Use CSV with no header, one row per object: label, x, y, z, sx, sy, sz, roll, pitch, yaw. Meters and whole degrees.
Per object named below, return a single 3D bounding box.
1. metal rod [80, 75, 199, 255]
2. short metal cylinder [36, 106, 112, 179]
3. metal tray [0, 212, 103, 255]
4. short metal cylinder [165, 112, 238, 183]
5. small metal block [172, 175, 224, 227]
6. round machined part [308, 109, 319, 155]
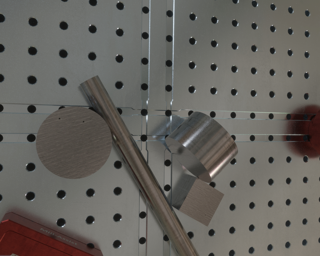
metal rod,-0.017,0.070,0.406,0.025,0.025,0.299,-32,101,-17
short metal cylinder,-0.101,0.016,0.362,0.081,0.050,0.079,0,90,-20
metal tray,-0.141,0.167,0.358,0.130,0.030,0.090,32,80,-17
short metal cylinder,0.053,0.025,0.403,0.050,0.080,0.080,-43,104,-15
small metal block,0.053,0.101,0.432,0.050,0.025,0.050,33,79,-17
round machined part,0.286,0.007,0.509,0.099,0.042,0.097,0,90,-20
